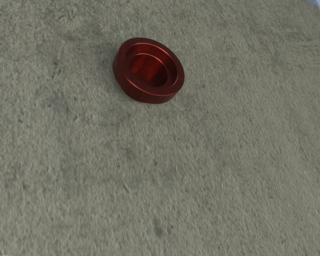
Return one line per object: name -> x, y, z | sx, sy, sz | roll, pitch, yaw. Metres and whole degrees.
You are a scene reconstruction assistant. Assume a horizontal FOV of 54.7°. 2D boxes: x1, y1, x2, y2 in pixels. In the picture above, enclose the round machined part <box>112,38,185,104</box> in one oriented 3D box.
round machined part -> -0.019, -0.074, 0.430 | 0.099, 0.042, 0.098 | 14, 56, -21
